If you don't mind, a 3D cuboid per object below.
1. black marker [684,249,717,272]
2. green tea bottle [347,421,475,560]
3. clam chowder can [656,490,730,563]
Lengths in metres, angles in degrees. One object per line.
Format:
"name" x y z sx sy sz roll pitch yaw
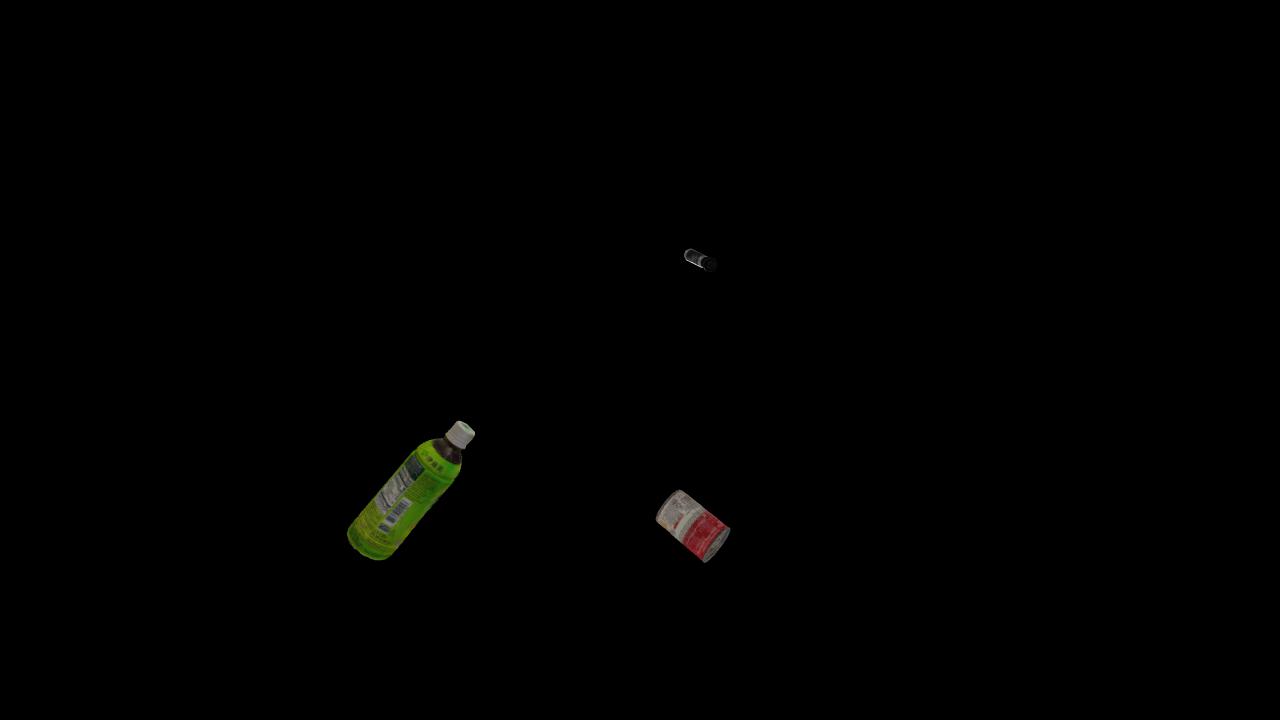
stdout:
"black marker" 0.084 -0.141 0.862 0.020 0.020 0.121 0 16 -9
"green tea bottle" -0.301 0.171 0.830 0.073 0.212 0.073 41 4 -3
"clam chowder can" 0.084 0.264 0.985 0.102 0.068 0.068 35 17 25
